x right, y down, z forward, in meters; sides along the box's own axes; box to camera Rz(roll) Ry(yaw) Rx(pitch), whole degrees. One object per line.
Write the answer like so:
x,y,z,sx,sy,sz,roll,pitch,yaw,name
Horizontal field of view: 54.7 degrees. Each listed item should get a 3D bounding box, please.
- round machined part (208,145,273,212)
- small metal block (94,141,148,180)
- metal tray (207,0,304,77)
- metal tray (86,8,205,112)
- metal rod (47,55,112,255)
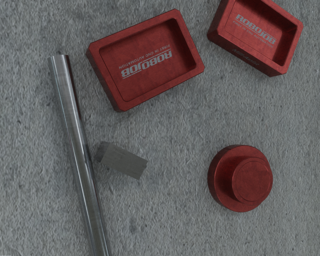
0.122,0.073,0.447,0.099,0.042,0.097,0,90,-21,round machined part
-0.049,0.039,0.378,0.050,0.050,0.025,28,81,-18,small metal block
0.144,-0.145,0.460,0.131,0.030,0.090,25,82,-19,metal tray
-0.016,-0.087,0.400,0.131,0.030,0.090,-29,100,-18,metal tray
-0.091,0.063,0.376,0.025,0.025,0.298,-13,95,-20,metal rod
